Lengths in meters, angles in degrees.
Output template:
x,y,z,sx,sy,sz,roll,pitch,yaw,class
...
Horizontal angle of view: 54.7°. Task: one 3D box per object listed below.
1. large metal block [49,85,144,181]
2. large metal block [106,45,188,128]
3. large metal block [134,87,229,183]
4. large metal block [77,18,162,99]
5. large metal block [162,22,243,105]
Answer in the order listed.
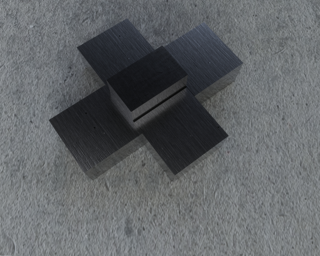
x,y,z,sx,sy,sz,roll,pitch,yaw,class
-0.077,0.007,0.392,0.080,0.050,0.080,-35,74,-12,large metal block
-0.015,-0.045,0.396,0.080,0.080,0.050,-35,74,-12,large metal block
0.025,0.010,0.392,0.080,0.050,0.080,-35,74,-12,large metal block
-0.053,-0.089,0.427,0.080,0.050,0.080,-35,74,-12,large metal block
0.052,-0.084,0.426,0.080,0.050,0.080,-35,74,-12,large metal block
